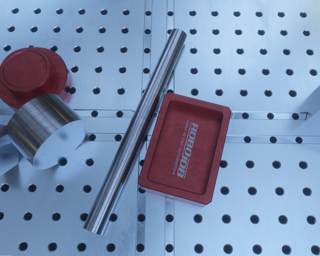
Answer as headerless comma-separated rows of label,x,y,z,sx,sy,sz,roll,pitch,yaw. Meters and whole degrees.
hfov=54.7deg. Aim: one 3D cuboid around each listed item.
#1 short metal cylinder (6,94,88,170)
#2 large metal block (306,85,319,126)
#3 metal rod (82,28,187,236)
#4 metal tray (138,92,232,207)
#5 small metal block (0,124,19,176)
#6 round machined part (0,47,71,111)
short metal cylinder,-0.136,0.005,0.380,0.050,0.080,0.080,42,75,13
large metal block,0.249,-0.030,0.395,0.080,0.080,0.050,20,72,7
metal rod,-0.026,-0.009,0.414,0.025,0.025,0.300,20,71,7
metal tray,0.033,0.026,0.399,0.090,0.030,0.130,15,71,5
small metal block,-0.197,0.028,0.376,0.025,0.050,0.050,11,108,4
round machined part,-0.178,-0.071,0.427,0.099,0.042,0.098,0,70,0
